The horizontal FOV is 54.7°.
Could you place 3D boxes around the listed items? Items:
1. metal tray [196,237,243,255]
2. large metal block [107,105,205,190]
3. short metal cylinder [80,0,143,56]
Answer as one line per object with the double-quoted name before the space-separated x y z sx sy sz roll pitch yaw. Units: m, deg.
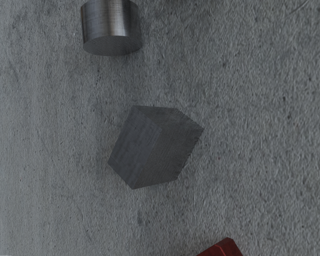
"metal tray" 0.053 0.197 0.357 0.129 0.030 0.090 -45 63 30
"large metal block" -0.004 0.021 0.373 0.050 0.081 0.079 40 114 33
"short metal cylinder" -0.066 -0.135 0.424 0.080 0.081 0.050 -9 84 39
